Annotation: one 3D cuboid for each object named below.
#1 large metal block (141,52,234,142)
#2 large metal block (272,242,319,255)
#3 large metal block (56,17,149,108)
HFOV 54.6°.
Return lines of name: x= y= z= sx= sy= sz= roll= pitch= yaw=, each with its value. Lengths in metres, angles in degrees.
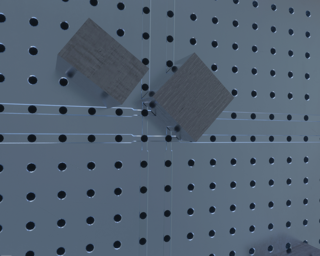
large metal block: x=0.036 y=-0.039 z=0.412 sx=0.080 sy=0.050 sz=0.080 roll=46 pitch=76 yaw=-14
large metal block: x=0.218 y=0.236 z=0.479 sx=0.081 sy=0.050 sz=0.080 roll=-12 pitch=94 yaw=-20
large metal block: x=-0.070 y=-0.069 z=0.357 sx=0.080 sy=0.080 sz=0.050 roll=38 pitch=78 yaw=-16
